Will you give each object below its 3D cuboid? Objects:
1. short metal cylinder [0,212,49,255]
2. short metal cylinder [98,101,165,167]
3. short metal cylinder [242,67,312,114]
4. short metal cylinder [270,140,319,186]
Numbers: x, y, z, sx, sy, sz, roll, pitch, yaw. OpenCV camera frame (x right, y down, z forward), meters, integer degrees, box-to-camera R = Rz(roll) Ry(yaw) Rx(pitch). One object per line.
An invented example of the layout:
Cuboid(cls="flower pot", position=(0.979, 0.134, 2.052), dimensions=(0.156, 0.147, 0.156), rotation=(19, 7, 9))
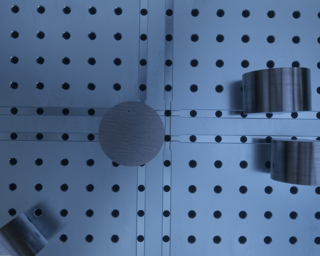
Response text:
Cuboid(cls="short metal cylinder", position=(-0.188, 0.151, 0.384), dimensions=(0.080, 0.080, 0.050), rotation=(-39, 91, 0))
Cuboid(cls="short metal cylinder", position=(-0.035, 0.007, 0.400), dimensions=(0.081, 0.050, 0.079), rotation=(0, 90, -1))
Cuboid(cls="short metal cylinder", position=(0.145, -0.044, 0.388), dimensions=(0.081, 0.080, 0.050), rotation=(-2, 90, -1))
Cuboid(cls="short metal cylinder", position=(0.181, 0.040, 0.388), dimensions=(0.081, 0.080, 0.050), rotation=(1, 90, -1))
